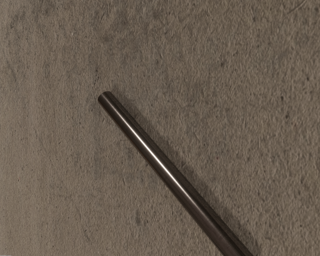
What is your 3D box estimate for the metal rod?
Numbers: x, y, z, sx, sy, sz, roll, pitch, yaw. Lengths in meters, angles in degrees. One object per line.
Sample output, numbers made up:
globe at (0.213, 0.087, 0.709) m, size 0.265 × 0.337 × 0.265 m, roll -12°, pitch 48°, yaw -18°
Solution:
metal rod at (0.005, 0.051, 0.398) m, size 0.300 × 0.025 × 0.025 m, roll 48°, pitch 118°, yaw 29°
